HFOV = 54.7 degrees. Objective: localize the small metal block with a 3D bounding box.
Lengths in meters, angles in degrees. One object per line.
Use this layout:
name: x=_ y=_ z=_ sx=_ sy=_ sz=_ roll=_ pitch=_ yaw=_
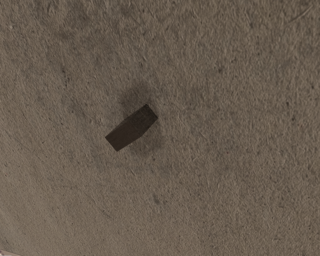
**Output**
small metal block: x=-0.037 y=-0.001 z=0.408 sx=0.050 sy=0.050 sz=0.025 roll=-32 pitch=101 yaw=38
